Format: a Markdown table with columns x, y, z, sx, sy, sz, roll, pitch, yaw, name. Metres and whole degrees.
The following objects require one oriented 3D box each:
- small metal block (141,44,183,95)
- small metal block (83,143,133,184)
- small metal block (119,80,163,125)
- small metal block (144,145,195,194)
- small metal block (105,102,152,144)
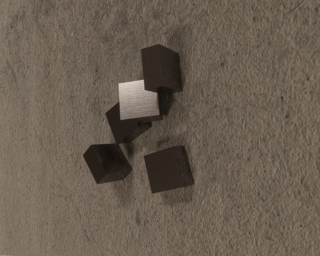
| x | y | z | sx | sy | sz | roll | pitch | yaw | name |
| --- | --- | --- | --- | --- | --- | --- | --- | --- | --- |
| 0.003 | -0.070 | 0.382 | 0.025 | 0.050 | 0.050 | -8 | 85 | 30 | small metal block |
| -0.075 | 0.050 | 0.448 | 0.025 | 0.050 | 0.050 | -47 | 62 | 29 | small metal block |
| -0.025 | -0.034 | 0.405 | 0.050 | 0.025 | 0.050 | -7 | 75 | 9 | small metal block |
| 0.011 | 0.053 | 0.394 | 0.050 | 0.025 | 0.050 | -21 | 77 | 37 | small metal block |
| -0.046 | -0.011 | 0.440 | 0.050 | 0.025 | 0.050 | -35 | 69 | 34 | small metal block |
